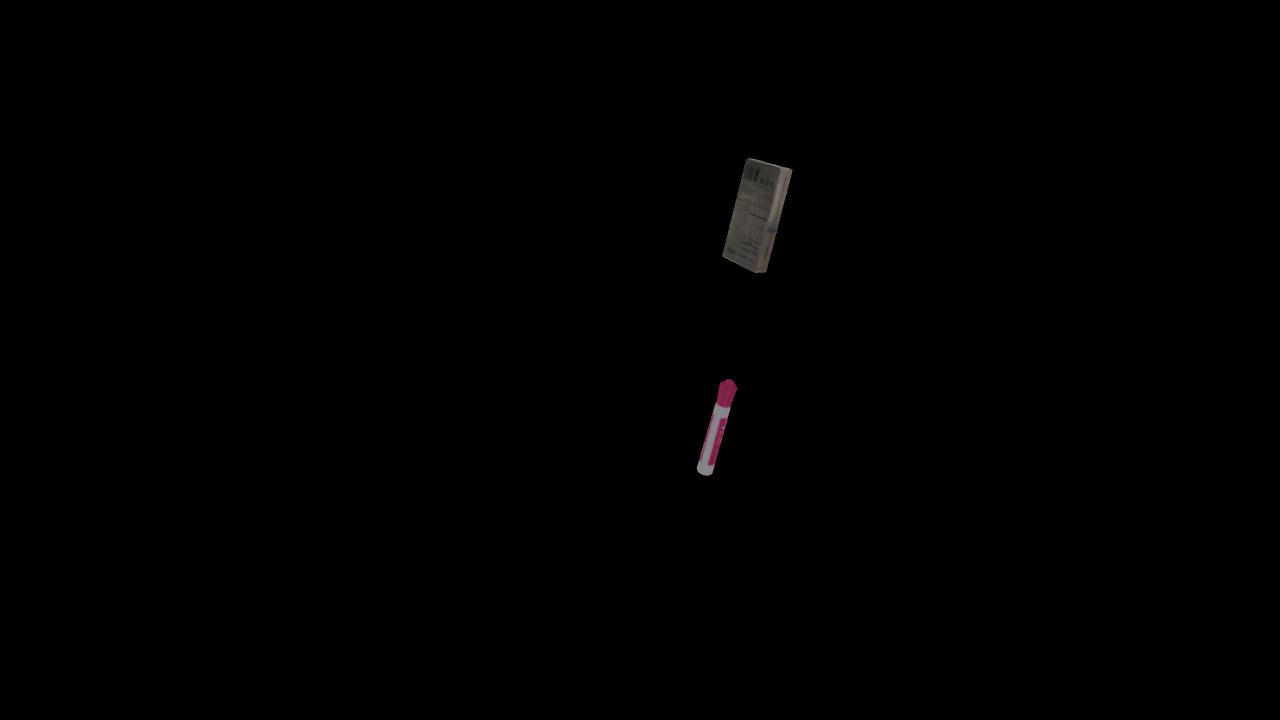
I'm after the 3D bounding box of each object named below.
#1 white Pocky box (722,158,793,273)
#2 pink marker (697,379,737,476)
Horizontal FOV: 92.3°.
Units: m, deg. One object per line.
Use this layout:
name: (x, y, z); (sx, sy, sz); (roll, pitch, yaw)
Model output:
white Pocky box: (0.173, -0.216, 0.922); (0.028, 0.154, 0.084); (-5, 28, -32)
pink marker: (0.083, 0.073, 0.666); (0.020, 0.121, 0.020); (8, 30, -5)
